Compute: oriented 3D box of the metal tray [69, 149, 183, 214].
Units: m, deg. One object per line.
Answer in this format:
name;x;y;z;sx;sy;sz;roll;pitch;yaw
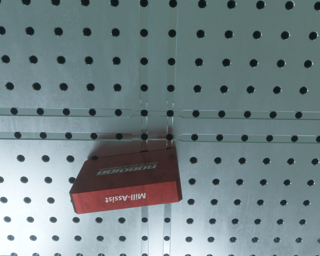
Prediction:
metal tray;-0.040;0.066;0.402;0.131;0.090;0.030;-7;110;2
